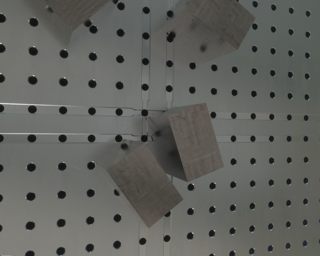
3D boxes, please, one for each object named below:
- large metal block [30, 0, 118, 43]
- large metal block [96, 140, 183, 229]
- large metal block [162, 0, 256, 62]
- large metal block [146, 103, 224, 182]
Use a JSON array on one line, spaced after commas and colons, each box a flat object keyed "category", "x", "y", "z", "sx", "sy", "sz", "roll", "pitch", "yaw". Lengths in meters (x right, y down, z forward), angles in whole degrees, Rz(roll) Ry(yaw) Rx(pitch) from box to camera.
[{"category": "large metal block", "x": -0.103, "y": -0.161, "z": 0.361, "sx": 0.080, "sy": 0.050, "sz": 0.080, "roll": -46, "pitch": 104, "yaw": -14}, {"category": "large metal block", "x": -0.028, "y": 0.062, "z": 0.373, "sx": 0.050, "sy": 0.080, "sz": 0.080, "roll": -37, "pitch": 102, "yaw": -16}, {"category": "large metal block", "x": 0.061, "y": -0.137, "z": 0.405, "sx": 0.080, "sy": 0.080, "sz": 0.050, "roll": 34, "pitch": 79, "yaw": -17}, {"category": "large metal block", "x": 0.029, "y": 0.016, "z": 0.394, "sx": 0.050, "sy": 0.080, "sz": 0.080, "roll": -19, "pitch": 97, "yaw": -19}]
